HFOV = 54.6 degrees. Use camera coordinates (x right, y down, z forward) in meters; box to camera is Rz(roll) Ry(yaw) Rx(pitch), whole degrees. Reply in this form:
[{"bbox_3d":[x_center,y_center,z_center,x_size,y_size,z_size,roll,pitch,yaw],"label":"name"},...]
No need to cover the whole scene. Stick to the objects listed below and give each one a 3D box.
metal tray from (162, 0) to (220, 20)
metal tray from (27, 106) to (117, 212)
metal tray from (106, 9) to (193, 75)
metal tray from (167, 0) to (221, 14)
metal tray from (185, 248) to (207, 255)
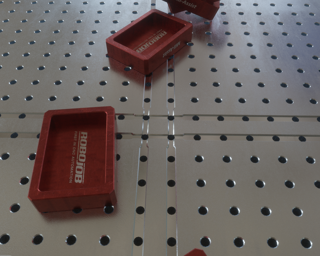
[{"bbox_3d":[0.051,-0.268,0.600,0.131,0.030,0.090,18,51,-11],"label":"metal tray"},{"bbox_3d":[-0.099,0.032,0.376,0.091,0.030,0.130,-4,50,-4],"label":"metal tray"},{"bbox_3d":[-0.016,-0.152,0.531,0.090,0.030,0.131,31,56,23],"label":"metal tray"},{"bbox_3d":[0.082,-0.275,0.605,0.130,0.030,0.090,-9,46,21],"label":"metal tray"},{"bbox_3d":[0.006,0.175,0.257,0.131,0.030,0.090,-25,55,-20],"label":"metal tray"}]
